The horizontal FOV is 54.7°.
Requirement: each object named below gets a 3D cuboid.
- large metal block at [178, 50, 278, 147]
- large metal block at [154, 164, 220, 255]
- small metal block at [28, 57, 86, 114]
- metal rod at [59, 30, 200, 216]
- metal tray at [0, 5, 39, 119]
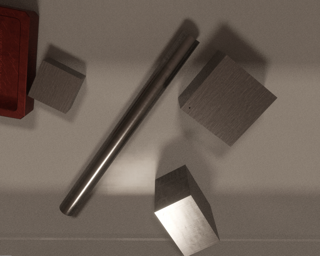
[{"bbox_3d":[0.080,-0.038,0.385,0.080,0.050,0.080,36,106,-13],"label":"large metal block"},{"bbox_3d":[0.035,0.110,0.423,0.050,0.080,0.080,-28,108,10],"label":"large metal block"},{"bbox_3d":[-0.129,-0.053,0.390,0.050,0.025,0.050,27,108,-10],"label":"small metal block"},{"bbox_3d":[-0.049,0.005,0.412,0.025,0.025,0.299,34,106,-12],"label":"metal rod"},{"bbox_3d":[-0.201,-0.082,0.375,0.091,0.030,0.129,10,110,-4],"label":"metal tray"}]
